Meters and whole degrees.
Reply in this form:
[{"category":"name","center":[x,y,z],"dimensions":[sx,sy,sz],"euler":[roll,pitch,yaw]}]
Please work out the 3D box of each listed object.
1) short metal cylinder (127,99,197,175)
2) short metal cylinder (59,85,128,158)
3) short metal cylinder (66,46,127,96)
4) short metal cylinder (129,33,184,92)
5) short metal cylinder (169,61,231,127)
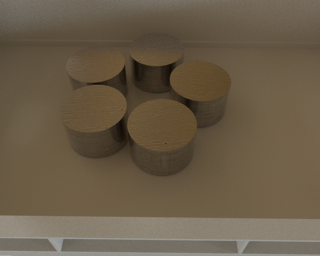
[{"category":"short metal cylinder","center":[0.003,0.010,0.377],"dimensions":[0.080,0.050,0.080],"euler":[0,50,0]},{"category":"short metal cylinder","center":[-0.080,-0.009,0.393],"dimensions":[0.080,0.050,0.080],"euler":[0,50,0]},{"category":"short metal cylinder","center":[-0.089,-0.074,0.447],"dimensions":[0.080,0.050,0.080],"euler":[0,50,0]},{"category":"short metal cylinder","center":[-0.005,-0.100,0.470],"dimensions":[0.080,0.050,0.080],"euler":[0,50,0]},{"category":"short metal cylinder","center":[0.053,-0.048,0.426],"dimensions":[0.080,0.050,0.080],"euler":[0,50,0]}]
